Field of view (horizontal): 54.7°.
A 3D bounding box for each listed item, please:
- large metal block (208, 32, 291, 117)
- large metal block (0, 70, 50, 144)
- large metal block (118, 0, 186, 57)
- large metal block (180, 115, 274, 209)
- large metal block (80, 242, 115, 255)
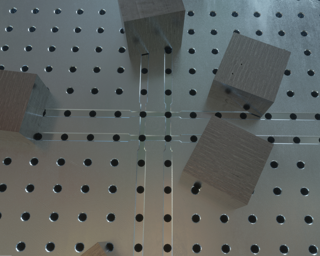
[{"bbox_3d":[0.121,-0.073,0.427,0.080,0.050,0.080,22,71,7],"label":"large metal block"},{"bbox_3d":[-0.202,-0.029,0.406,0.080,0.050,0.080,7,70,2],"label":"large metal block"},{"bbox_3d":[-0.013,-0.151,0.438,0.081,0.080,0.050,-13,71,-5],"label":"large metal block"},{"bbox_3d":[0.080,0.043,0.384,0.080,0.050,0.080,27,72,9],"label":"large metal block"},{"bbox_3d":[-0.073,0.181,0.331,0.080,0.050,0.080,-36,74,-13],"label":"large metal block"}]
